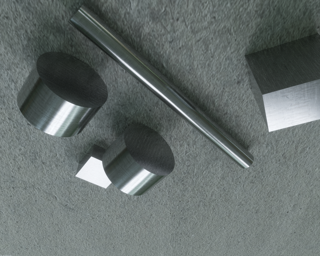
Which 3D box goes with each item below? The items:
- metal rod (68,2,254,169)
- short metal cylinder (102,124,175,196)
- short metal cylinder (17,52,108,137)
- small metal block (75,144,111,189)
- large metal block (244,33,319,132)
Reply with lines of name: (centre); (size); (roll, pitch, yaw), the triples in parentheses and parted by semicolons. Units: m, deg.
metal rod: (0.021, -0.034, 0.378); (0.025, 0.025, 0.301); (-37, 122, 26)
short metal cylinder: (-0.028, 0.041, 0.406); (0.080, 0.080, 0.050); (31, 123, -24)
short metal cylinder: (-0.105, -0.037, 0.338); (0.080, 0.080, 0.050); (30, 124, -23)
small metal block: (-0.088, 0.057, 0.455); (0.050, 0.025, 0.050); (28, 124, -22)
large metal block: (0.143, -0.050, 0.331); (0.080, 0.080, 0.050); (-15, 129, 12)
